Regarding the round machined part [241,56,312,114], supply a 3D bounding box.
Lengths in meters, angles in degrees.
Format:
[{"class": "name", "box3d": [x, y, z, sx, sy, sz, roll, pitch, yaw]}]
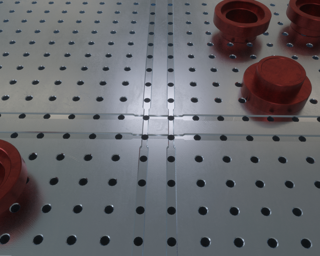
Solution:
[{"class": "round machined part", "box3d": [0.173, -0.069, 0.456, 0.099, 0.042, 0.098, 0, 50, 0]}]

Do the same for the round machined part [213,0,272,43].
[{"class": "round machined part", "box3d": [0.145, -0.190, 0.557, 0.099, 0.042, 0.098, 0, 50, 0]}]

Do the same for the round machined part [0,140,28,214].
[{"class": "round machined part", "box3d": [-0.198, 0.062, 0.344, 0.099, 0.042, 0.098, 0, 50, 0]}]

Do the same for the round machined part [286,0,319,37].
[{"class": "round machined part", "box3d": [0.282, -0.205, 0.570, 0.099, 0.042, 0.098, 0, 50, 0]}]
